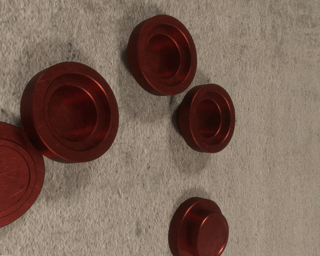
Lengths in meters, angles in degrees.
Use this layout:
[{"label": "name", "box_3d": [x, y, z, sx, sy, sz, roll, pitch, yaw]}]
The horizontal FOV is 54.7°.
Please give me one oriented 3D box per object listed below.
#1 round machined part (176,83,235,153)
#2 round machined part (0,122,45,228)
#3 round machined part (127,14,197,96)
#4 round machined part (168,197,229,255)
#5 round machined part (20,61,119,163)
[{"label": "round machined part", "box_3d": [0.062, -0.014, 0.448, 0.099, 0.042, 0.097, 0, 90, -40]}, {"label": "round machined part", "box_3d": [-0.149, 0.042, 0.270, 0.099, 0.042, 0.097, 0, 90, -40]}, {"label": "round machined part", "box_3d": [-0.001, -0.089, 0.394, 0.099, 0.042, 0.097, 0, 90, -40]}, {"label": "round machined part", "box_3d": [0.062, 0.153, 0.449, 0.099, 0.042, 0.097, 0, 90, -40]}, {"label": "round machined part", "box_3d": [-0.092, -0.013, 0.310, 0.099, 0.042, 0.098, 12, 74, -48]}]
